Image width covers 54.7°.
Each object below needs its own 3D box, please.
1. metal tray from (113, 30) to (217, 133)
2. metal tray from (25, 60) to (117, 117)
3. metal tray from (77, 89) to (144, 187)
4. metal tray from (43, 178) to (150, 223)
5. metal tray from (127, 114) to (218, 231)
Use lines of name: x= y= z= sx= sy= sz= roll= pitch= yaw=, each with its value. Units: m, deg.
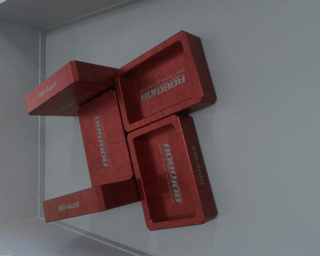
metal tray: x=0.000 y=-0.054 z=0.399 sx=0.130 sy=0.030 sz=0.090 roll=-22 pitch=77 yaw=37
metal tray: x=-0.127 y=-0.053 z=0.461 sx=0.130 sy=0.091 sz=0.030 roll=-23 pitch=76 yaw=37
metal tray: x=-0.073 y=0.018 z=0.458 sx=0.090 sy=0.030 sz=0.129 roll=-22 pitch=76 yaw=37
metal tray: x=-0.089 y=0.100 z=0.431 sx=0.130 sy=0.091 sz=0.030 roll=-22 pitch=77 yaw=37
metal tray: x=0.011 y=0.057 z=0.390 sx=0.090 sy=0.030 sz=0.129 roll=-22 pitch=76 yaw=37
